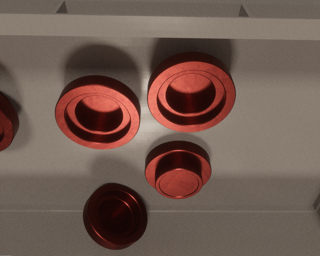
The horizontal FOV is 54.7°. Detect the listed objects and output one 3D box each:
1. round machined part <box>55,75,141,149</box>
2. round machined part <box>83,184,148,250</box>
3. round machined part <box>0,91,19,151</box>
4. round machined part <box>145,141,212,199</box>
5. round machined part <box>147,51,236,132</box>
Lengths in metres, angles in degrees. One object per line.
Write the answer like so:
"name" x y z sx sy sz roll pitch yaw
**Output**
"round machined part" -0.072 -0.023 0.378 0.099 0.042 0.097 -1 130 0
"round machined part" -0.072 0.140 0.480 0.099 0.098 0.042 24 133 -20
"round machined part" -0.224 -0.016 0.381 0.099 0.042 0.097 -1 130 0
"round machined part" 0.027 0.068 0.456 0.099 0.042 0.097 -1 130 0
"round machined part" 0.035 -0.045 0.360 0.099 0.042 0.097 -1 130 0
